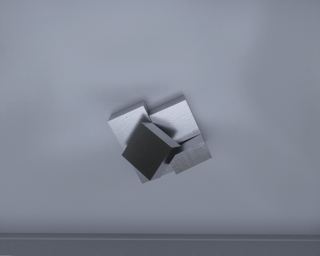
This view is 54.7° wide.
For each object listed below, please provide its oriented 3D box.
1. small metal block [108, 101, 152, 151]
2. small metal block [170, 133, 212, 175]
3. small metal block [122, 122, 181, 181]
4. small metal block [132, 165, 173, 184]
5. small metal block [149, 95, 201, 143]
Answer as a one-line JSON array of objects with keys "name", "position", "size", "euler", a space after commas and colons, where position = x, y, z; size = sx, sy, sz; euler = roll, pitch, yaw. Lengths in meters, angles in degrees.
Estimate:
[{"name": "small metal block", "position": [-0.033, -0.001, 0.409], "size": [0.050, 0.025, 0.050], "euler": [-24, 109, 8]}, {"name": "small metal block", "position": [0.036, 0.029, 0.407], "size": [0.050, 0.050, 0.025], "euler": [-27, 108, 8]}, {"name": "small metal block", "position": [-0.011, 0.028, 0.380], "size": [0.050, 0.025, 0.050], "euler": [39, 108, 22]}, {"name": "small metal block", "position": [-0.012, 0.041, 0.425], "size": [0.050, 0.025, 0.050], "euler": [-24, 109, 8]}, {"name": "small metal block", "position": [0.020, -0.008, 0.407], "size": [0.050, 0.025, 0.050], "euler": [-24, 109, 8]}]
